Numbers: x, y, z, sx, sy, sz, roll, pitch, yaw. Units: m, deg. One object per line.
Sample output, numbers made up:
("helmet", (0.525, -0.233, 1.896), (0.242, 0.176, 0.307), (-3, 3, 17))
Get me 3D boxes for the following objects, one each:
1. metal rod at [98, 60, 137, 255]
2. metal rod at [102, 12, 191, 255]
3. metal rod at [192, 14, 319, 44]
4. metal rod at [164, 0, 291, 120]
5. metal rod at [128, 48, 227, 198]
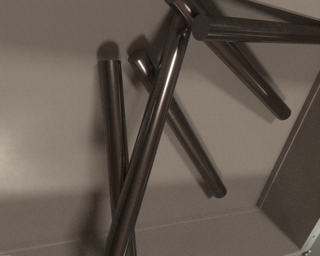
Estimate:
("metal rod", (-0.045, 0.075, 0.355), (0.025, 0.025, 0.298), (-7, 98, -25))
("metal rod", (-0.014, 0.016, 0.338), (0.025, 0.025, 0.299), (19, 84, -36))
("metal rod", (0.159, -0.119, 0.389), (0.303, 0.025, 0.025), (-10, 124, -36))
("metal rod", (0.108, -0.077, 0.403), (0.301, 0.025, 0.025), (30, 102, -44))
("metal rod", (0.039, 0.015, 0.441), (0.025, 0.025, 0.299), (-37, 130, -4))
